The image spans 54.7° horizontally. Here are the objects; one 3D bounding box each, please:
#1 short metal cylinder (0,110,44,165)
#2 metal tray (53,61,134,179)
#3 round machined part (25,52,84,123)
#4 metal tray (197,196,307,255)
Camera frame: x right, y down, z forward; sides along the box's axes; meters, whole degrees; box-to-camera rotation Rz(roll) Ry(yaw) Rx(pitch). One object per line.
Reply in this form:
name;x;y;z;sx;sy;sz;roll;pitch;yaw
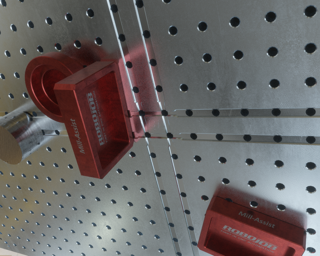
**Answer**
short metal cylinder;-0.251;0.016;0.534;0.080;0.050;0.079;13;124;20
metal tray;-0.079;-0.011;0.401;0.030;0.090;0.129;5;121;25
round machined part;-0.135;-0.059;0.433;0.098;0.042;0.097;13;124;20
metal tray;0.125;0.159;0.439;0.130;0.030;0.089;18;126;17
